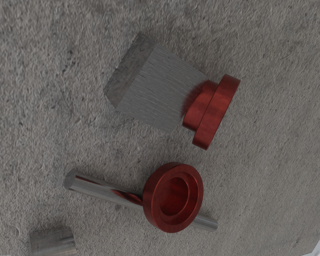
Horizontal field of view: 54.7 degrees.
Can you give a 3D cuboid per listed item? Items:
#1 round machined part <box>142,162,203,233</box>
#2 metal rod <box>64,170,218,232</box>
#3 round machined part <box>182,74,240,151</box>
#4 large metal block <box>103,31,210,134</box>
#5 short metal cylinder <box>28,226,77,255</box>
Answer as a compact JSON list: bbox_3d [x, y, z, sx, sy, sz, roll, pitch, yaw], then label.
[{"bbox_3d":[0.014,0.097,0.448,0.099,0.042,0.097,-6,99,-39],"label":"round machined part"},{"bbox_3d":[-0.008,0.121,0.477,0.301,0.025,0.025,29,102,-38],"label":"metal rod"},{"bbox_3d":[0.061,-0.024,0.393,0.098,0.042,0.098,-61,170,-18],"label":"round machined part"},{"bbox_3d":[-0.005,-0.050,0.357,0.080,0.050,0.080,25,105,-37],"label":"large metal block"},{"bbox_3d":[-0.141,0.173,0.401,0.050,0.080,0.079,-3,120,-27],"label":"short metal cylinder"}]
